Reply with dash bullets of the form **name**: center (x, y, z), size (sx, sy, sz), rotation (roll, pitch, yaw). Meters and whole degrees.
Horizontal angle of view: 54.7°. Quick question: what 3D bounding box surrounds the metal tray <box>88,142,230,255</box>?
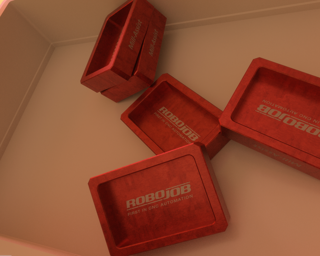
- **metal tray**: center (-0.003, 0.077, 0.329), size (0.130, 0.030, 0.090), rotation (-20, 84, 15)

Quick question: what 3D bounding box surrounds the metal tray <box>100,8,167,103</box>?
- **metal tray**: center (-0.040, -0.111, 0.469), size (0.090, 0.030, 0.130), rotation (-19, 51, 44)

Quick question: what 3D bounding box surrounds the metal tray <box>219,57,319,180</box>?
- **metal tray**: center (0.138, -0.010, 0.315), size (0.130, 0.030, 0.090), rotation (26, 75, 21)

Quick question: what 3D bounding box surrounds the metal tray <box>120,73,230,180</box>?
- **metal tray**: center (0.019, -0.006, 0.394), size (0.090, 0.030, 0.130), rotation (-45, 51, -4)

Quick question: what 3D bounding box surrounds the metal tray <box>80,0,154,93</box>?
- **metal tray**: center (-0.063, -0.121, 0.451), size (0.090, 0.030, 0.130), rotation (-10, 58, 49)
